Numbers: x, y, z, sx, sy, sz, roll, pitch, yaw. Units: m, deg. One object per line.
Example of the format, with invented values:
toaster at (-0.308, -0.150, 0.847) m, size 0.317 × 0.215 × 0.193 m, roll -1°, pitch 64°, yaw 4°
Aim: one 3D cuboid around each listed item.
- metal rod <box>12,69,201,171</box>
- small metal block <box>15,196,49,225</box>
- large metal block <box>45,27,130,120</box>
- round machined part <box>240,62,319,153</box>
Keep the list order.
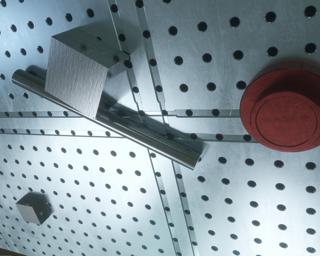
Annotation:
metal rod at (-0.084, -0.016, 0.443) m, size 0.301 × 0.025 × 0.025 m, roll 25°, pitch 127°, yaw 12°
small metal block at (-0.271, 0.175, 0.659) m, size 0.050 × 0.025 × 0.050 m, roll 2°, pitch 119°, yaw 27°
large metal block at (-0.096, -0.070, 0.400) m, size 0.080 × 0.050 × 0.079 m, roll 30°, pitch 128°, yaw 8°
round machined part at (0.132, -0.015, 0.321) m, size 0.098 × 0.042 × 0.097 m, roll 13°, pitch 124°, yaw 20°
